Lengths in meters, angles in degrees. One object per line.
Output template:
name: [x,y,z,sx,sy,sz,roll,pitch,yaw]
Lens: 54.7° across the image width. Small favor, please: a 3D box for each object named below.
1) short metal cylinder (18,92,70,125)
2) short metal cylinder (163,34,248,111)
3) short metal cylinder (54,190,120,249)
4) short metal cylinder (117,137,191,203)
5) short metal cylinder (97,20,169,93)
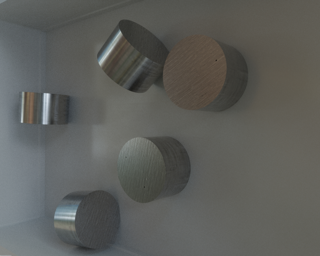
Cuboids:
short metal cylinder: [-0.199,-0.034,0.531,0.080,0.081,0.050,7,94,39]
short metal cylinder: [0.050,-0.059,0.348,0.080,0.050,0.079,0,90,39]
short metal cylinder: [-0.106,0.133,0.456,0.050,0.081,0.080,-11,83,39]
short metal cylinder: [-0.008,0.051,0.396,0.080,0.050,0.079,0,90,39]
short metal cylinder: [-0.032,-0.091,0.395,0.050,0.081,0.080,-46,63,30]
